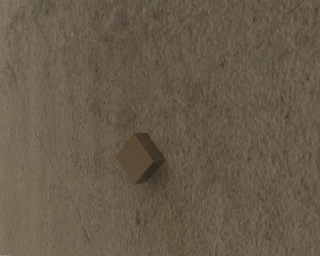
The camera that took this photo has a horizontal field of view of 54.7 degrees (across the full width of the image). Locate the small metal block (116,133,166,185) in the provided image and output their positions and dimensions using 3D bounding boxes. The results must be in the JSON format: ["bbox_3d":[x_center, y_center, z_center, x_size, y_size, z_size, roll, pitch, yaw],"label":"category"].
[{"bbox_3d":[-0.027,0.042,0.425,0.050,0.025,0.050,-51,60,27],"label":"small metal block"}]
